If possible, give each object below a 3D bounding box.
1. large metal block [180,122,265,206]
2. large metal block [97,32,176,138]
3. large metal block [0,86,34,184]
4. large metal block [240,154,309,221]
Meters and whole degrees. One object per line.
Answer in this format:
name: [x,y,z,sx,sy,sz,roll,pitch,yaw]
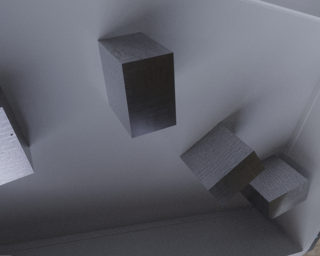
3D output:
large metal block: [0.089,0.051,0.453,0.080,0.080,0.050,-41,129,0]
large metal block: [-0.025,-0.049,0.329,0.050,0.080,0.079,-17,125,-19]
large metal block: [-0.181,0.015,0.303,0.081,0.050,0.080,-20,126,-17]
large metal block: [0.196,0.102,0.543,0.081,0.080,0.050,-24,127,-14]
